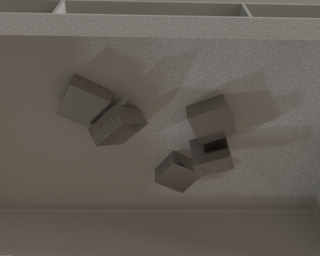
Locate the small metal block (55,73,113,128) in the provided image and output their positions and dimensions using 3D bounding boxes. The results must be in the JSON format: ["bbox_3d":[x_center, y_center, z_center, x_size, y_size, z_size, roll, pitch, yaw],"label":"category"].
[{"bbox_3d":[-0.093,-0.032,0.381,0.050,0.025,0.050,24,126,-20],"label":"small metal block"}]

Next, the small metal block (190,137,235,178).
[{"bbox_3d":[0.070,0.036,0.424,0.050,0.050,0.025,-17,128,13],"label":"small metal block"}]

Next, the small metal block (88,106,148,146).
[{"bbox_3d":[-0.052,-0.002,0.390,0.050,0.025,0.050,-38,161,27],"label":"small metal block"}]

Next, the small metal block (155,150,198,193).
[{"bbox_3d":[0.027,0.067,0.467,0.050,0.025,0.050,26,125,-21],"label":"small metal block"}]

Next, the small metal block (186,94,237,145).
[{"bbox_3d":[0.067,-0.010,0.402,0.050,0.025,0.050,-19,128,15],"label":"small metal block"}]
